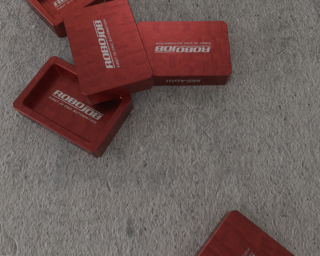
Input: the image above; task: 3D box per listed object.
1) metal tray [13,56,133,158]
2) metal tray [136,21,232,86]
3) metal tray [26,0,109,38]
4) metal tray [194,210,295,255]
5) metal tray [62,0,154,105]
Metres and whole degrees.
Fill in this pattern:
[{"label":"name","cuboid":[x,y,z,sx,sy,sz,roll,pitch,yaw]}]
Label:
[{"label":"metal tray","cuboid":[-0.114,-0.030,0.415,0.130,0.030,0.090,28,72,9]},{"label":"metal tray","cuboid":[0.032,-0.107,0.445,0.131,0.030,0.090,-1,70,-1]},{"label":"metal tray","cuboid":[-0.132,-0.210,0.481,0.130,0.030,0.090,-40,75,-14]},{"label":"metal tray","cuboid":[0.078,0.170,0.344,0.090,0.030,0.130,38,74,12]},{"label":"metal tray","cuboid":[-0.069,-0.104,0.410,0.091,0.030,0.130,-16,71,-6]}]
